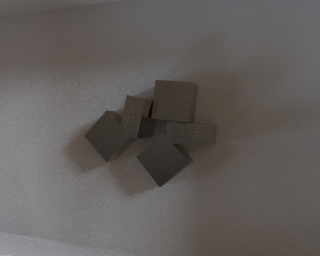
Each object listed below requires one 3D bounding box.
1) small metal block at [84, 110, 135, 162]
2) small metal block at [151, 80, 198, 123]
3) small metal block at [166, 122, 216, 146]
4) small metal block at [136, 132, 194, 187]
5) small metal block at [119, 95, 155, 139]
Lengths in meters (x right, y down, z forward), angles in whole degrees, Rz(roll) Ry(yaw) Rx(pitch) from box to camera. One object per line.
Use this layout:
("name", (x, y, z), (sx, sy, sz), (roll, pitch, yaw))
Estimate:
("small metal block", (-0.068, 0.011, 0.431), (0.050, 0.025, 0.050), (-46, 76, 14))
("small metal block", (0.019, -0.034, 0.401), (0.050, 0.025, 0.050), (7, 92, 19))
("small metal block", (0.039, 0.007, 0.380), (0.050, 0.050, 0.025), (3, 91, 19))
("small metal block", (0.007, 0.041, 0.405), (0.050, 0.025, 0.050), (-42, 77, 15))
("small metal block", (-0.026, -0.014, 0.403), (0.025, 0.050, 0.050), (13, 95, 19))
